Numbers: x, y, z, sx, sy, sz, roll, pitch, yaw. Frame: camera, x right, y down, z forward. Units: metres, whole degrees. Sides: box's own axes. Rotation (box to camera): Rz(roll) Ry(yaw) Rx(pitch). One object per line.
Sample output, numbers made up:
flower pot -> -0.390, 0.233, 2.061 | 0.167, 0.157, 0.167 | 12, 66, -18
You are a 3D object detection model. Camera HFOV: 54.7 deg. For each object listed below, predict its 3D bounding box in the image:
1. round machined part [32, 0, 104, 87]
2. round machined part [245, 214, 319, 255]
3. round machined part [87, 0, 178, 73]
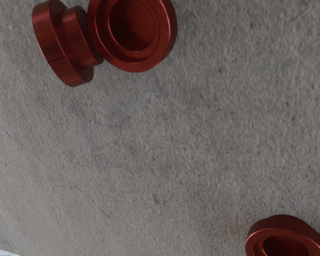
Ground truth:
round machined part -> -0.098, -0.099, 0.354 | 0.042, 0.098, 0.098 | -18, 111, 8
round machined part -> 0.164, 0.152, 0.403 | 0.098, 0.042, 0.097 | 13, 124, 20
round machined part -> -0.026, -0.114, 0.338 | 0.098, 0.042, 0.097 | 13, 124, 20
